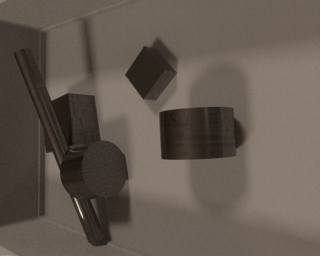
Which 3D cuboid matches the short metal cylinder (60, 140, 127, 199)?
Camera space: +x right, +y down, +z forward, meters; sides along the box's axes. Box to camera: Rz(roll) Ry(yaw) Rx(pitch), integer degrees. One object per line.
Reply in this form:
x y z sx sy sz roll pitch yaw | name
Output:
-0.094 0.062 0.446 0.050 0.081 0.080 -15 80 39 | short metal cylinder

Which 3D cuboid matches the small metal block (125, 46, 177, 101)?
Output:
-0.013 -0.073 0.416 0.050 0.025 0.050 -51 61 27 | small metal block

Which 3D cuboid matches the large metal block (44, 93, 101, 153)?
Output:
-0.148 -0.006 0.509 0.080 0.050 0.080 -15 80 38 | large metal block

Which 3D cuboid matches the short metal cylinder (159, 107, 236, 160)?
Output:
0.040 0.006 0.336 0.080 0.081 0.050 -5 87 39 | short metal cylinder

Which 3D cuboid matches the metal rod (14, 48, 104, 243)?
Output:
-0.148 0.029 0.460 0.025 0.025 0.298 -17 95 38 | metal rod
